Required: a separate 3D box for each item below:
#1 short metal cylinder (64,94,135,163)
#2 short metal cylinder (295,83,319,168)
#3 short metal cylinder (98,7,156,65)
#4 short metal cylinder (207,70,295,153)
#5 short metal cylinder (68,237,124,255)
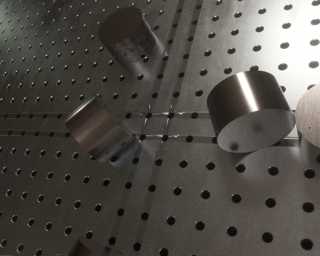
[{"bbox_3d":[-0.079,0.001,0.413,0.050,0.080,0.080,-41,51,0],"label":"short metal cylinder"},{"bbox_3d":[0.177,-0.002,0.301,0.080,0.050,0.080,-13,56,20],"label":"short metal cylinder"},{"bbox_3d":[-0.054,-0.152,0.512,0.080,0.050,0.080,-13,56,20],"label":"short metal cylinder"},{"bbox_3d":[0.095,-0.015,0.332,0.080,0.080,0.050,-20,54,16],"label":"short metal cylinder"},{"bbox_3d":[-0.060,0.152,0.310,0.080,0.080,0.050,18,71,34],"label":"short metal cylinder"}]
